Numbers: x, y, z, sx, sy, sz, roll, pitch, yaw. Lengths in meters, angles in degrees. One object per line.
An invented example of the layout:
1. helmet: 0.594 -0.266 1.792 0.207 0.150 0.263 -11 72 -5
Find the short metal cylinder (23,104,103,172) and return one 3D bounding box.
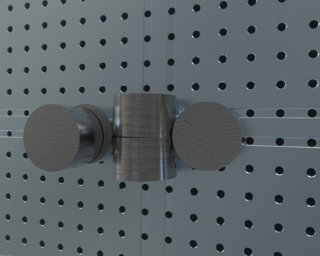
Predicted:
1. short metal cylinder: -0.120 0.011 0.387 0.080 0.050 0.079 0 90 20

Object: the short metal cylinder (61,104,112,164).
1. short metal cylinder: -0.090 0.008 0.431 0.080 0.050 0.079 0 90 19

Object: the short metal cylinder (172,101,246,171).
1. short metal cylinder: 0.061 0.009 0.377 0.080 0.050 0.079 0 90 19

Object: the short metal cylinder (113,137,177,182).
1. short metal cylinder: -0.019 0.036 0.390 0.080 0.080 0.050 -1 90 20

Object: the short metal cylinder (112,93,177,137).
1. short metal cylinder: -0.019 -0.015 0.390 0.080 0.080 0.050 1 91 20
